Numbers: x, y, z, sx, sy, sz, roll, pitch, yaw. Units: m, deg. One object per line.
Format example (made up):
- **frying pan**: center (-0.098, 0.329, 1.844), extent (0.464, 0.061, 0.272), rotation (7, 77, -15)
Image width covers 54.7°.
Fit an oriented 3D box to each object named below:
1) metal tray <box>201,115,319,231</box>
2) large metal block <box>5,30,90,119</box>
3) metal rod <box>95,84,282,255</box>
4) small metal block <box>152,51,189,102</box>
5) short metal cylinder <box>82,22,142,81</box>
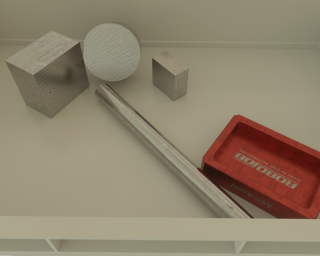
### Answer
- **metal tray**: center (0.126, 0.046, 0.364), extent (0.130, 0.030, 0.090), rotation (28, 55, 21)
- **large metal block**: center (-0.150, -0.074, 0.430), extent (0.050, 0.080, 0.080), rotation (26, 55, 20)
- **metal rod**: center (0.014, 0.034, 0.376), extent (0.025, 0.025, 0.300), rotation (-33, 58, -25)
- **small metal block**: center (0.014, -0.075, 0.452), extent (0.025, 0.050, 0.050), rotation (-32, 57, -24)
- **short metal cylinder**: center (-0.068, -0.113, 0.454), extent (0.081, 0.079, 0.050), rotation (-1, 21, -1)
